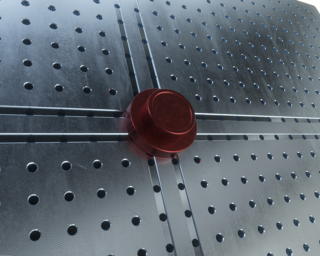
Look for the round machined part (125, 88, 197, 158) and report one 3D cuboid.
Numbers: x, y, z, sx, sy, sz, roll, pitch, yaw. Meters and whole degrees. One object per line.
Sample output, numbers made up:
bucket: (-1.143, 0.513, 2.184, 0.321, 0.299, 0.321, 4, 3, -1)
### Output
round machined part: (0.007, -0.013, 0.410, 0.099, 0.042, 0.098, 14, 56, -21)
